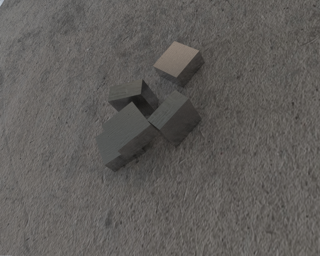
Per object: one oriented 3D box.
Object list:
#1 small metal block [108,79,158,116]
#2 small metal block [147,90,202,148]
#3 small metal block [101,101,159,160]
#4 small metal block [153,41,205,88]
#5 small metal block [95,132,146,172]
[{"bbox_3d":[-0.036,-0.038,0.430,0.050,0.050,0.025,-10,58,23],"label":"small metal block"},{"bbox_3d":[0.019,-0.010,0.384,0.050,0.050,0.025,-48,51,-5],"label":"small metal block"},{"bbox_3d":[-0.038,0.003,0.390,0.050,0.025,0.050,-39,52,-1],"label":"small metal block"},{"bbox_3d":[0.027,-0.092,0.446,0.050,0.025,0.050,34,81,38],"label":"small metal block"},{"bbox_3d":[-0.054,0.023,0.419,0.050,0.025,0.050,-33,52,6],"label":"small metal block"}]
